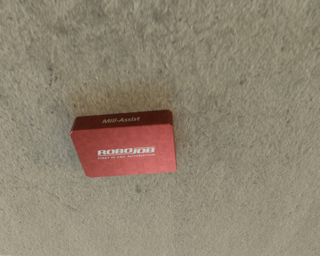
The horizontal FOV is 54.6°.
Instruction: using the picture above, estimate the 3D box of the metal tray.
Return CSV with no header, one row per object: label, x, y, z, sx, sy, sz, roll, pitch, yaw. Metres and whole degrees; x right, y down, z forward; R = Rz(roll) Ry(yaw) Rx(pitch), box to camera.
metal tray,-0.045,0.024,0.424,0.131,0.030,0.090,-4,130,3
